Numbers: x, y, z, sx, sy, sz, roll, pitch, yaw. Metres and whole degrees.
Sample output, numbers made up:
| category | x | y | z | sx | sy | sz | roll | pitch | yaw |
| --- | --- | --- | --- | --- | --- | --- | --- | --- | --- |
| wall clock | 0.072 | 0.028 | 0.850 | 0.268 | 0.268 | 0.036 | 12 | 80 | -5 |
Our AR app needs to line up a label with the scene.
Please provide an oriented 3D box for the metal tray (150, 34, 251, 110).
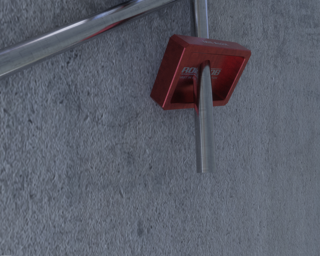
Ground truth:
| category | x | y | z | sx | sy | sz | roll | pitch | yaw |
| --- | --- | --- | --- | --- | --- | --- | --- | --- | --- |
| metal tray | 0.057 | -0.073 | 0.419 | 0.131 | 0.030 | 0.089 | -7 | 130 | -40 |

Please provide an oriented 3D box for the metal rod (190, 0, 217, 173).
| category | x | y | z | sx | sy | sz | roll | pitch | yaw |
| --- | --- | --- | --- | --- | --- | --- | --- | --- | --- |
| metal rod | 0.056 | -0.090 | 0.421 | 0.025 | 0.025 | 0.299 | 8 | 76 | -40 |

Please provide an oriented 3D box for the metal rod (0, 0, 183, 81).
| category | x | y | z | sx | sy | sz | roll | pitch | yaw |
| --- | --- | --- | --- | --- | --- | --- | --- | --- | --- |
| metal rod | -0.071 | -0.114 | 0.344 | 0.302 | 0.025 | 0.025 | -37 | 113 | -34 |
